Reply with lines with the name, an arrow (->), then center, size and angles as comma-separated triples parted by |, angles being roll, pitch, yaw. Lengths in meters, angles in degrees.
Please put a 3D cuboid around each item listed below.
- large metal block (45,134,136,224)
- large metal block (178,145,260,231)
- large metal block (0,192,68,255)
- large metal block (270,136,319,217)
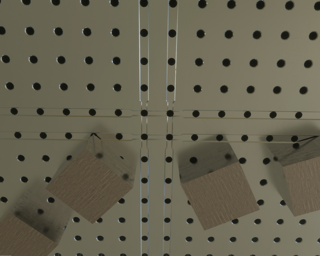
large metal block -> -0.092, 0.069, 0.425 | 0.080, 0.050, 0.080 | 43, 105, -14
large metal block -> 0.080, 0.083, 0.431 | 0.080, 0.050, 0.080 | -24, 109, 8
large metal block -> -0.199, 0.157, 0.456 | 0.080, 0.050, 0.080 | 41, 105, -14
large metal block -> 0.207, 0.064, 0.425 | 0.080, 0.050, 0.080 | -18, 109, 6
